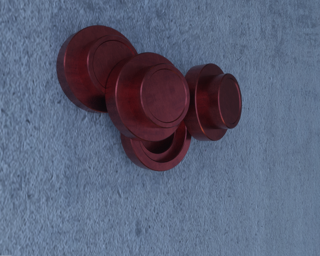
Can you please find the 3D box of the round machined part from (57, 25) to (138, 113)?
[{"bbox_3d":[-0.059,-0.066,0.346,0.099,0.042,0.097,0,90,-40],"label":"round machined part"}]

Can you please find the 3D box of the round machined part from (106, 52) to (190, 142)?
[{"bbox_3d":[-0.006,-0.034,0.337,0.099,0.042,0.097,0,90,-40],"label":"round machined part"}]

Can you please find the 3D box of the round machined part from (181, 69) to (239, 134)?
[{"bbox_3d":[0.081,-0.040,0.465,0.099,0.042,0.097,0,90,-40],"label":"round machined part"}]

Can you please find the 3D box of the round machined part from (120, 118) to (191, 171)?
[{"bbox_3d":[-0.009,0.004,0.389,0.099,0.042,0.097,0,90,-40],"label":"round machined part"}]

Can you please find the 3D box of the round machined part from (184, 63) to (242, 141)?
[{"bbox_3d":[0.070,-0.032,0.388,0.099,0.042,0.097,3,87,-53],"label":"round machined part"}]
